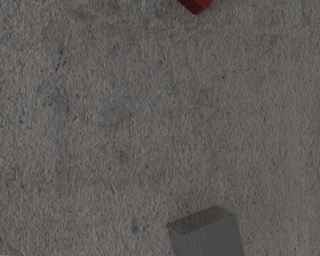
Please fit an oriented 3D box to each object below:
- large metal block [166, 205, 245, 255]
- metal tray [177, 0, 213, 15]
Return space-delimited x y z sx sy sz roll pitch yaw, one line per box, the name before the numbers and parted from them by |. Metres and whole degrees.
large metal block | 0.063 0.161 0.419 0.081 0.050 0.080 -15 95 -20
metal tray | 0.029 -0.230 0.416 0.130 0.030 0.090 35 79 -17
